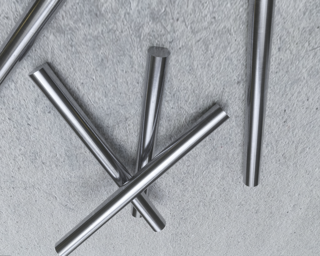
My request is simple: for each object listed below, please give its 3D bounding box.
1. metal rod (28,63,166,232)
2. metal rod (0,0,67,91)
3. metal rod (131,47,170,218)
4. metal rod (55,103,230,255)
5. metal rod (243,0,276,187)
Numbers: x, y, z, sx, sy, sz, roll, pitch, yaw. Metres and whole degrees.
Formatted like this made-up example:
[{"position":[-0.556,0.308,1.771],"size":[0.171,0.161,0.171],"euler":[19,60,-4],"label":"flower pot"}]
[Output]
[{"position":[-0.070,0.045,0.422],"size":[0.025,0.025,0.299],"euler":[-22,121,17],"label":"metal rod"},{"position":[-0.200,-0.049,0.362],"size":[0.025,0.025,0.299],"euler":[36,121,-27],"label":"metal rod"},{"position":[-0.019,0.030,0.432],"size":[0.025,0.025,0.298],"euler":[5,130,-5],"label":"metal rod"},{"position":[-0.030,0.076,0.417],"size":[0.300,0.025,0.025],"euler":[-42,121,10],"label":"metal rod"},{"position":[0.119,-0.031,0.382],"size":[0.025,0.025,0.298],"euler":[-7,130,5],"label":"metal rod"}]
